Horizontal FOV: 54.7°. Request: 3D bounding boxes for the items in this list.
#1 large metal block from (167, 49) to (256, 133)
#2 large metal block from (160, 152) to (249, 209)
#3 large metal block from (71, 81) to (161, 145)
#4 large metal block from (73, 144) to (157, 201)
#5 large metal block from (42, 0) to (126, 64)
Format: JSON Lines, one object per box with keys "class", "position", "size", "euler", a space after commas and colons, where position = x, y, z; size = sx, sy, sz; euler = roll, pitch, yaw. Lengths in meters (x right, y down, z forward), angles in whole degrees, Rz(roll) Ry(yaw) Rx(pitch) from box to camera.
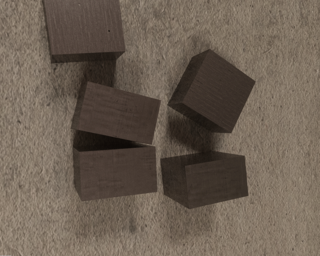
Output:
{"class": "large metal block", "position": [0.070, -0.047, 0.423], "size": [0.080, 0.050, 0.080], "euler": [30, 80, -18]}
{"class": "large metal block", "position": [0.054, 0.063, 0.401], "size": [0.081, 0.080, 0.050], "euler": [-7, 93, -20]}
{"class": "large metal block", "position": [-0.055, -0.015, 0.360], "size": [0.081, 0.080, 0.050], "euler": [13, 86, -20]}
{"class": "large metal block", "position": [-0.055, 0.046, 0.360], "size": [0.081, 0.080, 0.050], "euler": [-3, 91, -20]}
{"class": "large metal block", "position": [-0.090, -0.122, 0.363], "size": [0.081, 0.050, 0.079], "euler": [-8, 93, -20]}
